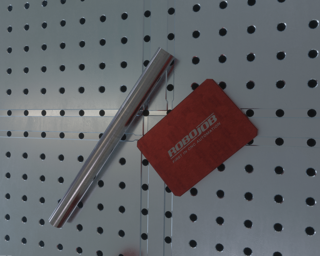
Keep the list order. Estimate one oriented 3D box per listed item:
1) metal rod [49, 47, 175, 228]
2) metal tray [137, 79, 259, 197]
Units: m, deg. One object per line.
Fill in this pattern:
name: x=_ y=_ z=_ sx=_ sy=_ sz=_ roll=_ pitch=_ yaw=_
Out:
metal rod: x=-0.073 y=0.021 z=0.438 sx=0.025 sy=0.025 sz=0.299 roll=38 pitch=102 yaw=16
metal tray: x=0.046 y=0.013 z=0.394 sx=0.130 sy=0.030 sz=0.090 roll=-42 pitch=77 yaw=15
